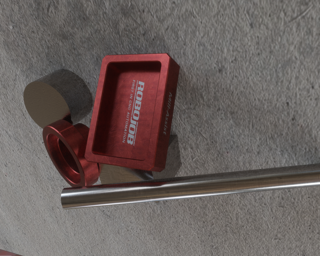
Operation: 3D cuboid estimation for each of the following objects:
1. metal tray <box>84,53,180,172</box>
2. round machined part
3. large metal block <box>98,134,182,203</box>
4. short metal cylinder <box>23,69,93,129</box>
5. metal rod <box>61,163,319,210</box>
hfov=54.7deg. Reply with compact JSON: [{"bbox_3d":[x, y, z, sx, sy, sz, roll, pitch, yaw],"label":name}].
[{"bbox_3d":[-0.032,-0.019,0.359,0.090,0.030,0.129,5,81,25],"label":"metal tray"},{"bbox_3d":[-0.112,0.032,0.417,0.098,0.042,0.097,30,136,34],"label":"round machined part"},{"bbox_3d":[-0.025,0.047,0.413,0.080,0.080,0.050,5,121,25],"label":"large metal block"},{"bbox_3d":[-0.144,-0.038,0.442,0.080,0.050,0.079,13,124,20],"label":"short metal cylinder"},{"bbox_3d":[0.039,0.066,0.351,0.302,0.025,0.025,-6,118,3],"label":"metal rod"}]
